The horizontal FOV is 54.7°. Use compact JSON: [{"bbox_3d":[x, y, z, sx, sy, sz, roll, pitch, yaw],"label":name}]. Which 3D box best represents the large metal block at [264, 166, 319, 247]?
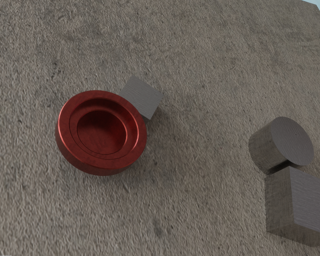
[{"bbox_3d":[0.195,0.110,0.429,0.080,0.050,0.080,22,53,-15],"label":"large metal block"}]

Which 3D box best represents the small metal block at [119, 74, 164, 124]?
[{"bbox_3d":[-0.030,-0.035,0.411,0.050,0.025,0.050,33,51,-7],"label":"small metal block"}]

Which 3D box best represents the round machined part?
[{"bbox_3d":[-0.068,0.009,0.352,0.099,0.042,0.098,14,56,-21],"label":"round machined part"}]

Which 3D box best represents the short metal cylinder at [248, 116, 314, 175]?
[{"bbox_3d":[0.183,0.029,0.471,0.081,0.050,0.080,14,56,-21],"label":"short metal cylinder"}]
